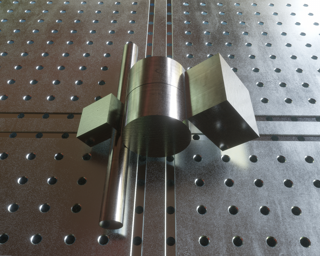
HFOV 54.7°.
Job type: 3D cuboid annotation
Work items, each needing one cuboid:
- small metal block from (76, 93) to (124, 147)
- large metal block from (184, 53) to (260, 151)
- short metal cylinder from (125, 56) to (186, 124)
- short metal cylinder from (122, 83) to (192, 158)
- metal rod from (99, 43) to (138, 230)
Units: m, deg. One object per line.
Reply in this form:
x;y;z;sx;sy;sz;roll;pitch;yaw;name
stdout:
-0.075;-0.010;0.396;0.050;0.025;0.050;-24;44;26;small metal block
0.075;-0.031;0.384;0.050;0.080;0.080;-26;44;29;large metal block
-0.003;-0.046;0.405;0.081;0.080;0.050;0;50;0;short metal cylinder
-0.004;-0.007;0.373;0.081;0.080;0.050;0;50;0;short metal cylinder
-0.049;-0.015;0.414;0.025;0.025;0.300;0;50;0;metal rod
